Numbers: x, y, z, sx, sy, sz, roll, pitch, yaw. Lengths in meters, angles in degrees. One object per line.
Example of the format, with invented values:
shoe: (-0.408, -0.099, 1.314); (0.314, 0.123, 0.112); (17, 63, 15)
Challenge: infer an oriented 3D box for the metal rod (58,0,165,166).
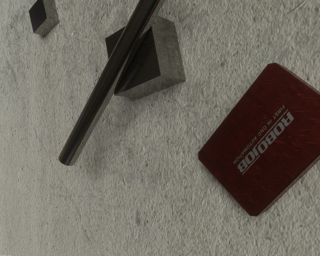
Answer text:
metal rod: (-0.059, -0.067, 0.386); (0.025, 0.025, 0.298); (48, 118, 29)

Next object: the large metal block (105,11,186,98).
large metal block: (-0.020, -0.090, 0.403); (0.080, 0.050, 0.080); (-17, 79, 38)

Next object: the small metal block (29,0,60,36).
small metal block: (-0.218, -0.210, 0.581); (0.050, 0.025, 0.050); (-27, 73, 36)

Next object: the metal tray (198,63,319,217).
metal tray: (0.108, 0.013, 0.311); (0.090, 0.030, 0.129); (49, 118, 28)
